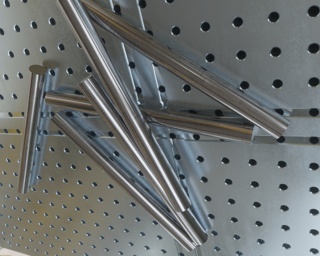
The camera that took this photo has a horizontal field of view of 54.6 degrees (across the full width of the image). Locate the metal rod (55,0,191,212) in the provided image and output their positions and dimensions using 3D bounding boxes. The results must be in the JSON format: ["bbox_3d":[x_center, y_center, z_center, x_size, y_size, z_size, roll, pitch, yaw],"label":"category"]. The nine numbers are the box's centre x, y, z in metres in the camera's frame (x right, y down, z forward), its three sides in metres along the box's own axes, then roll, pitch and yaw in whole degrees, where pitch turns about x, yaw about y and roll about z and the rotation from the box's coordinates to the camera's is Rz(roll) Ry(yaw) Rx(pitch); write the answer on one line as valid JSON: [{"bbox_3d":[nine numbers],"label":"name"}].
[{"bbox_3d":[-0.036,-0.019,0.385,0.025,0.025,0.299,-17,110,35],"label":"metal rod"}]

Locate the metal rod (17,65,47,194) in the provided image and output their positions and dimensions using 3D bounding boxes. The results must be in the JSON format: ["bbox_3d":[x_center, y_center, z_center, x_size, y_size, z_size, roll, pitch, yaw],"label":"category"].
[{"bbox_3d":[-0.230,0.020,0.545,0.025,0.025,0.298,32,129,7],"label":"metal rod"}]

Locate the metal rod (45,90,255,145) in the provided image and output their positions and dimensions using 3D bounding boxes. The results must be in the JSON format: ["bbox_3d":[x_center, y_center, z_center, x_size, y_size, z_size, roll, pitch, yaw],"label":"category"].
[{"bbox_3d":[-0.029,-0.019,0.415,0.301,0.025,0.025,11,123,22],"label":"metal rod"}]

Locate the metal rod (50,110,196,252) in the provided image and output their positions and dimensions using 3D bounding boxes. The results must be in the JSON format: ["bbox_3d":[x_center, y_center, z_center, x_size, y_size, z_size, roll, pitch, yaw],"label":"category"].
[{"bbox_3d":[-0.055,0.085,0.493,0.300,0.025,0.025,44,129,-3],"label":"metal rod"}]

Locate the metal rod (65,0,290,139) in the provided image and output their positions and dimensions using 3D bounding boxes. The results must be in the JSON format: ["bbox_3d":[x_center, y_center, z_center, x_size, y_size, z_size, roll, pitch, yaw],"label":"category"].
[{"bbox_3d":[0.010,-0.080,0.356,0.300,0.025,0.025,33,129,6],"label":"metal rod"}]

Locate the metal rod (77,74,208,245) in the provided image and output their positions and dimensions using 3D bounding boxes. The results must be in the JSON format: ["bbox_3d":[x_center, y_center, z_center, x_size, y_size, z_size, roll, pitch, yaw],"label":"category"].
[{"bbox_3d":[-0.014,0.057,0.432,0.025,0.025,0.299,-18,116,35],"label":"metal rod"}]
